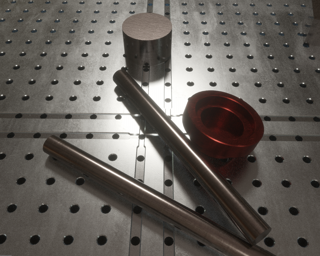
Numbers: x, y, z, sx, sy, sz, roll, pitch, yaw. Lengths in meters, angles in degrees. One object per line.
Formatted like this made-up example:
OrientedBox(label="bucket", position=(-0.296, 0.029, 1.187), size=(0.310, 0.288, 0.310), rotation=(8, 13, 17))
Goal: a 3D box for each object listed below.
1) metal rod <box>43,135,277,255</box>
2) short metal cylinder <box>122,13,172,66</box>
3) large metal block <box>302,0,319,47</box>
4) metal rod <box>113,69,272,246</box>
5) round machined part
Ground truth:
OrientedBox(label="metal rod", position=(-0.008, 0.080, 0.339), size=(0.301, 0.025, 0.025), rotation=(25, 54, 19))
OrientedBox(label="short metal cylinder", position=(-0.021, -0.148, 0.516), size=(0.081, 0.050, 0.080), rotation=(0, 50, 0))
OrientedBox(label="large metal block", position=(0.305, -0.187, 0.553), size=(0.080, 0.050, 0.080), rotation=(11, 51, 9))
OrientedBox(label="metal rod", position=(0.018, 0.013, 0.384), size=(0.025, 0.025, 0.300), rotation=(-25, 51, -20))
OrientedBox(label="round machined part", position=(0.075, 0.000, 0.388), size=(0.099, 0.042, 0.098), rotation=(10, 44, -9))
